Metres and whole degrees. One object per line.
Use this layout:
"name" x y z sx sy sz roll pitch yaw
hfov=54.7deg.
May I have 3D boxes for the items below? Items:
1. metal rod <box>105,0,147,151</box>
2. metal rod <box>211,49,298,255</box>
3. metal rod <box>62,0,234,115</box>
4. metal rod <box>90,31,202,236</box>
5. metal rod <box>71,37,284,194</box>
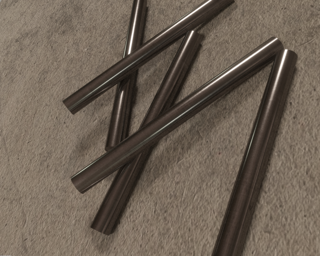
"metal rod" -0.049 -0.100 0.488 0.025 0.025 0.299 -8 58 23
"metal rod" 0.097 0.042 0.326 0.025 0.025 0.300 11 67 32
"metal rod" -0.011 -0.118 0.457 0.301 0.025 0.025 -37 51 -7
"metal rod" -0.010 -0.007 0.412 0.025 0.025 0.300 13 68 33
"metal rod" 0.025 -0.018 0.379 0.301 0.025 0.025 -35 51 -4
